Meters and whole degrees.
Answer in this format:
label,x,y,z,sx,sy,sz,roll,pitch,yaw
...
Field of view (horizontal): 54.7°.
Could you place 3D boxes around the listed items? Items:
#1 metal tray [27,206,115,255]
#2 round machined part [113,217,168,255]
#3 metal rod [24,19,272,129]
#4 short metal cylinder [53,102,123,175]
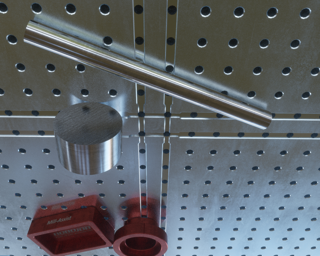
label,x,y,z,sx,sy,sz,roll,pitch,yaw
metal tray,-0.162,0.194,0.571,0.130,0.030,0.090,-16,129,12
round machined part,-0.035,0.202,0.572,0.099,0.042,0.097,-1,130,0
metal rod,0.000,-0.056,0.364,0.302,0.025,0.025,18,128,-16
short metal cylinder,-0.087,0.012,0.384,0.081,0.080,0.050,4,130,-4
